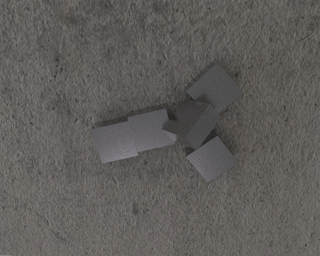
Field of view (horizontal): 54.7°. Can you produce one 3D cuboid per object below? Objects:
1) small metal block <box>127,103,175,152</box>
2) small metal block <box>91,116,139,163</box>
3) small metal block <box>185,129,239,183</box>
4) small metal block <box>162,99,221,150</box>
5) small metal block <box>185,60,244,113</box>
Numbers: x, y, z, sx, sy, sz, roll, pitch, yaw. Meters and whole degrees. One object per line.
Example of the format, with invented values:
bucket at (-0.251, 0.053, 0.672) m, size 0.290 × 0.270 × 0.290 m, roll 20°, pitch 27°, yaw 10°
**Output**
small metal block at (-0.011, -0.001, 0.409) m, size 0.050 × 0.025 × 0.050 m, roll -13°, pitch 110°, yaw 4°
small metal block at (-0.059, 0.015, 0.415) m, size 0.050 × 0.025 × 0.050 m, roll -13°, pitch 110°, yaw 4°
small metal block at (0.070, 0.038, 0.424) m, size 0.050 × 0.025 × 0.050 m, roll -36°, pitch 107°, yaw 12°
small metal block at (0.038, -0.006, 0.380) m, size 0.025 × 0.050 × 0.050 m, roll 45°, pitch 77°, yaw -31°
small metal block at (0.067, -0.049, 0.392) m, size 0.050 × 0.025 × 0.050 m, roll -42°, pitch 105°, yaw 14°
